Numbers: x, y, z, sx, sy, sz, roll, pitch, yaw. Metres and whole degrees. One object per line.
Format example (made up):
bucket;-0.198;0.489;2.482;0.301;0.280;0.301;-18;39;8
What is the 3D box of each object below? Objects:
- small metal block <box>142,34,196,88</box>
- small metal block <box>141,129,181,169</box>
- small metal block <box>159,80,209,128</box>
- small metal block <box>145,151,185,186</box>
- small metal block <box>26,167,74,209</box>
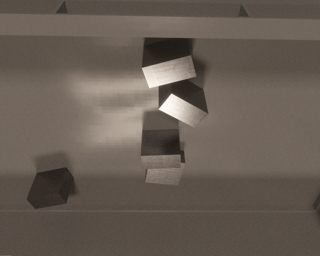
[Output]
small metal block;0.009;-0.072;0.331;0.050;0.050;0.025;-13;129;10
small metal block;0.001;0.028;0.416;0.050;0.050;0.025;-2;130;1
small metal block;0.026;-0.034;0.364;0.050;0.050;0.025;26;125;-21
small metal block;0.007;0.057;0.458;0.050;0.025;0.050;7;130;-7
small metal block;-0.164;0.090;0.467;0.050;0.050;0.025;-12;129;9
